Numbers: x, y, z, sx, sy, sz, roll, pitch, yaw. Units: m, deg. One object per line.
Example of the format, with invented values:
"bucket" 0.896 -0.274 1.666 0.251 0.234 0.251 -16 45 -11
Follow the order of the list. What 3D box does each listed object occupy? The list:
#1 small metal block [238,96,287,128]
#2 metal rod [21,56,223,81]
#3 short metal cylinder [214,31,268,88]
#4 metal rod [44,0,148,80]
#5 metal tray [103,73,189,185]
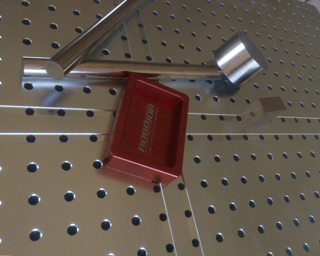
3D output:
"small metal block" 0.165 -0.025 0.499 0.050 0.050 0.025 -8 66 -32
"metal rod" -0.032 -0.082 0.442 0.303 0.025 0.025 -4 64 -31
"short metal cylinder" 0.137 -0.115 0.523 0.080 0.050 0.080 33 38 -29
"metal rod" -0.067 -0.158 0.450 0.025 0.025 0.301 34 45 -6
"metal tray" -0.013 -0.001 0.400 0.091 0.030 0.130 21 54 -16
